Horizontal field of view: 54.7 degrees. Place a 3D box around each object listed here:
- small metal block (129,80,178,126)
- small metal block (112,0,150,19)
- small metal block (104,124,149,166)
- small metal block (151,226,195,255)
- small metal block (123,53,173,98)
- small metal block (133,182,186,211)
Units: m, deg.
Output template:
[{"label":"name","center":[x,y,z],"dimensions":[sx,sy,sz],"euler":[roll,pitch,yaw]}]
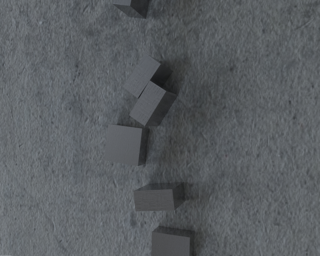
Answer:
[{"label":"small metal block","center":[-0.007,-0.030,0.397],"dimensions":[0.025,0.050,0.050],"euler":[35,101,16]},{"label":"small metal block","center":[-0.035,-0.178,0.407],"dimensions":[0.025,0.050,0.050],"euler":[14,95,19]},{"label":"small metal block","center":[-0.045,0.022,0.424],"dimensions":[0.050,0.025,0.050],"euler":[7,93,19]},{"label":"small metal block","center":[0.017,0.159,0.402],"dimensions":[0.050,0.025,0.050],"euler":[2,91,19]},{"label":"small metal block","center":[-0.014,-0.064,0.400],"dimensions":[0.025,0.050,0.050],"euler":[38,102,15]},{"label":"small metal block","center":[0.001,0.087,0.395],"dimensions":[0.050,0.050,0.025],"euler":[-7,88,19]}]
